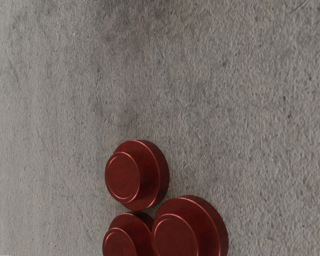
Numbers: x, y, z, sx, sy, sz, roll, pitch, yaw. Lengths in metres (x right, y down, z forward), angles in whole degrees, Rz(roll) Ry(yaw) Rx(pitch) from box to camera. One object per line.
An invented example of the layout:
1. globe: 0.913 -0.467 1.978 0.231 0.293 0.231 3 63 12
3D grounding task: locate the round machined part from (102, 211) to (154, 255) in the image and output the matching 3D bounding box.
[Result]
1. round machined part: -0.042 0.168 0.429 0.098 0.042 0.097 0 90 40

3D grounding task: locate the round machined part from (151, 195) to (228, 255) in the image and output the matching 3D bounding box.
1. round machined part: 0.028 0.133 0.371 0.098 0.042 0.097 0 90 39

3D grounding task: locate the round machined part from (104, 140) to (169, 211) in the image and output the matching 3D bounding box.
1. round machined part: -0.038 0.065 0.426 0.098 0.042 0.097 0 90 40
